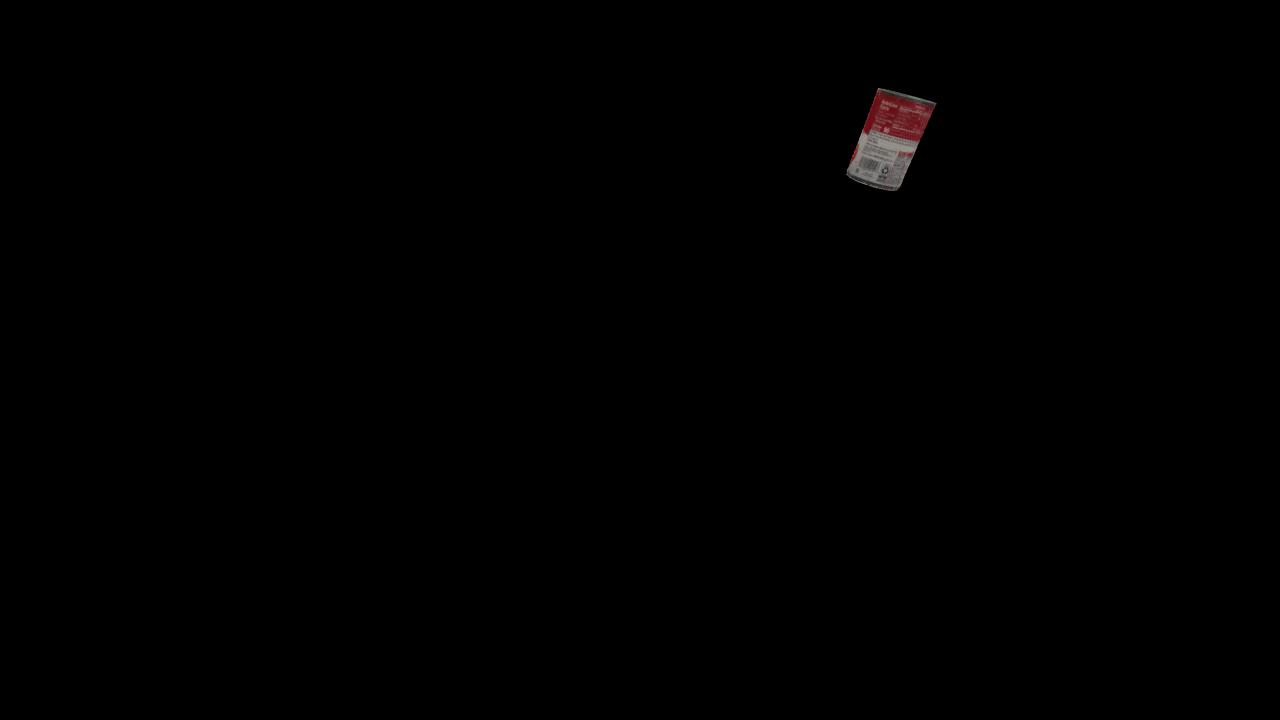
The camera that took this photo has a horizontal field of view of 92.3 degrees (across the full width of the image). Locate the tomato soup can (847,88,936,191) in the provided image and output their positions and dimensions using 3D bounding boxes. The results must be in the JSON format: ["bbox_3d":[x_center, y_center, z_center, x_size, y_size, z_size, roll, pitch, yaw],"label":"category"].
[{"bbox_3d":[0.295,-0.259,0.727,0.068,0.101,0.068,10,29,-6],"label":"tomato soup can"}]
